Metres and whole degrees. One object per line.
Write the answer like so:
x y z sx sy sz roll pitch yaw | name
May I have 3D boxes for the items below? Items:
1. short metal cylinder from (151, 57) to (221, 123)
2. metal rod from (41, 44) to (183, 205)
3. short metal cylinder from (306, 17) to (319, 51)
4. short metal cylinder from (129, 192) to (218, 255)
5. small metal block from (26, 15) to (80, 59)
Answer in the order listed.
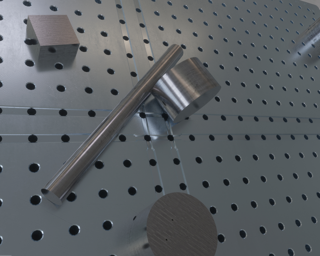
0.036 -0.051 0.423 0.081 0.080 0.050 -28 76 -37 | short metal cylinder
-0.041 -0.027 0.402 0.025 0.025 0.301 38 51 -3 | metal rod
0.403 -0.229 0.750 0.081 0.050 0.080 14 56 -21 | short metal cylinder
0.013 0.115 0.329 0.081 0.050 0.080 14 56 -21 | short metal cylinder
-0.140 -0.120 0.406 0.050 0.025 0.050 -15 70 -34 | small metal block
